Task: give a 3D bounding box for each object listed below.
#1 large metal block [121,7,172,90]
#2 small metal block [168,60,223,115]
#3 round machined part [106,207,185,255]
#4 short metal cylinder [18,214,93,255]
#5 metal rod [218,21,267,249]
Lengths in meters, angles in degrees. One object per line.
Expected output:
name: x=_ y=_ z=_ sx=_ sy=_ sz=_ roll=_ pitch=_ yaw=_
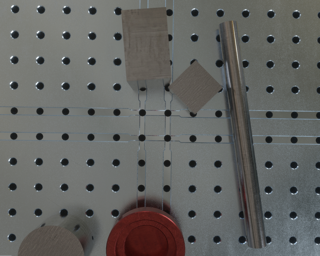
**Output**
large metal block: x=-0.015 y=-0.094 z=0.386 sx=0.050 sy=0.080 sz=0.079 roll=-4 pitch=90 yaw=0
small metal block: x=0.046 y=-0.053 z=0.414 sx=0.050 sy=0.025 sz=0.050 roll=-44 pitch=91 yaw=0
round machined part: x=-0.018 y=0.152 z=0.405 sx=0.099 sy=0.042 sz=0.097 roll=0 pitch=90 yaw=-1
short metal cylinder: x=-0.132 y=0.157 z=0.399 sx=0.081 sy=0.050 sz=0.079 roll=0 pitch=90 yaw=-1
metal rod: x=0.110 y=0.009 z=0.414 sx=0.025 sy=0.025 sz=0.298 roll=-8 pitch=90 yaw=0
